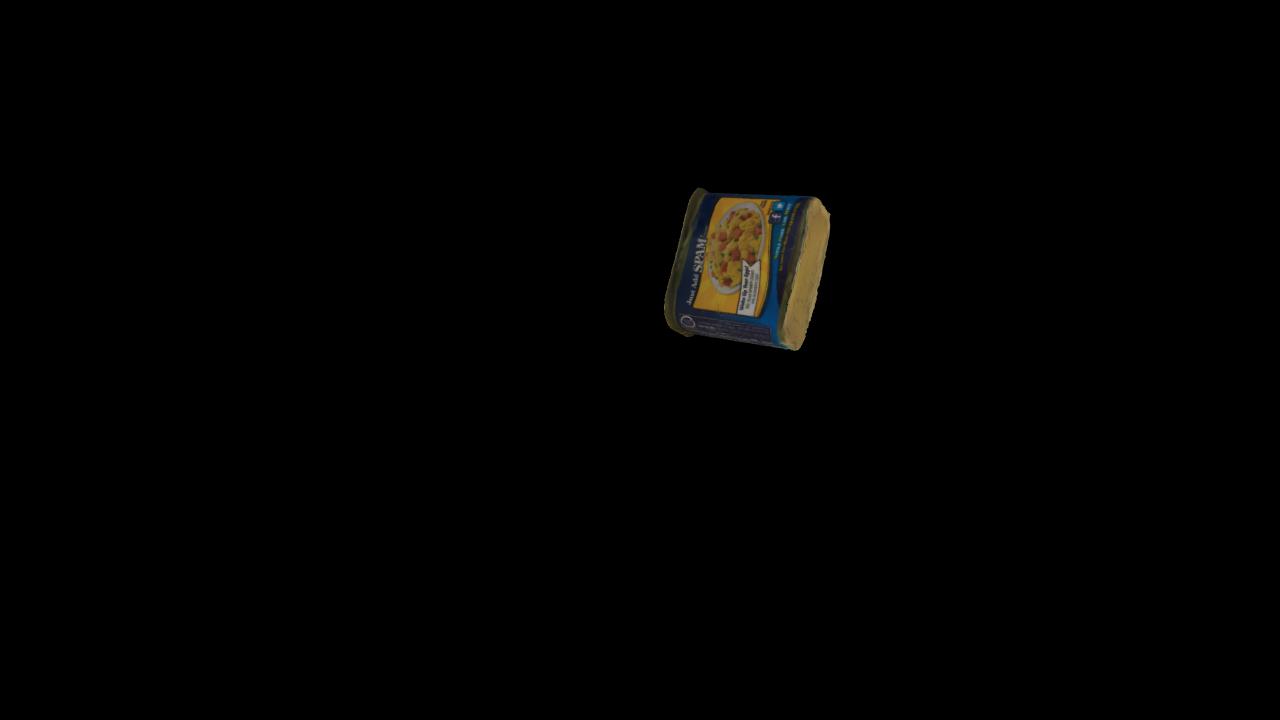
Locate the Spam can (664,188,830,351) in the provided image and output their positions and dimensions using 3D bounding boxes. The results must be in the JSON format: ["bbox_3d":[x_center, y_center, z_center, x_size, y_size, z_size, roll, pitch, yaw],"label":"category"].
[{"bbox_3d":[0.073,-0.061,0.415,0.085,0.101,0.058,11,-4,32],"label":"Spam can"}]
